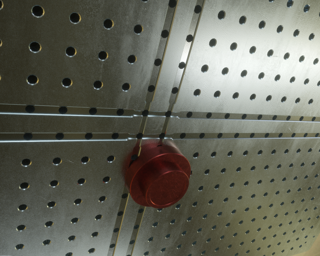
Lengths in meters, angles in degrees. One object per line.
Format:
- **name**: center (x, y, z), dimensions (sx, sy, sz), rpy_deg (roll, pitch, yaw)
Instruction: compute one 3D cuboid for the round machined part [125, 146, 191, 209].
- **round machined part**: center (0.003, 0.078, 0.452), dimensions (0.099, 0.042, 0.097), rpy_deg (-14, 125, -21)
